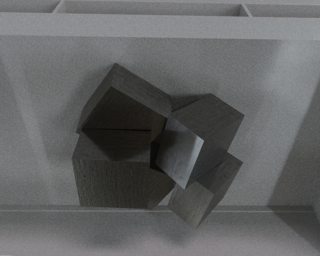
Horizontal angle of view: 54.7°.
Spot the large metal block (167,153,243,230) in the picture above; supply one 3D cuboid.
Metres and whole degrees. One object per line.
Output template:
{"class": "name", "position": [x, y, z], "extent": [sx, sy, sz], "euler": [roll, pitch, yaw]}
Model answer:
{"class": "large metal block", "position": [0.062, 0.080, 0.431], "extent": [0.050, 0.081, 0.079], "euler": [35, 133, 22]}

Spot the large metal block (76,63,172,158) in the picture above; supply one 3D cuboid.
{"class": "large metal block", "position": [-0.042, -0.017, 0.376], "extent": [0.080, 0.050, 0.080], "euler": [29, 124, -23]}

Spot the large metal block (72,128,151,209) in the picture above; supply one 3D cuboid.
{"class": "large metal block", "position": [-0.052, 0.049, 0.364], "extent": [0.081, 0.050, 0.079], "euler": [3, 129, -1]}

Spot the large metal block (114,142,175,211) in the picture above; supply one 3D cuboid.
{"class": "large metal block", "position": [-0.026, 0.065, 0.442], "extent": [0.080, 0.050, 0.080], "euler": [24, 126, -19]}

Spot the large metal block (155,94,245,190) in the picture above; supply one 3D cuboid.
{"class": "large metal block", "position": [0.047, 0.015, 0.376], "extent": [0.081, 0.050, 0.079], "euler": [-27, 145, -40]}
